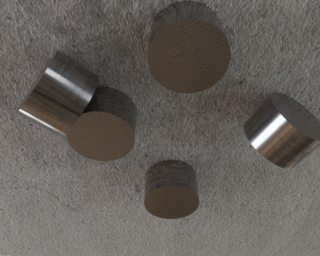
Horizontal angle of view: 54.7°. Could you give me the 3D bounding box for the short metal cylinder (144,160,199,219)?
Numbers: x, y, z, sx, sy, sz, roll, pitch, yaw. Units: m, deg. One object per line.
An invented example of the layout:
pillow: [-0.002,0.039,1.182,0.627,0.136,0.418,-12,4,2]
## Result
short metal cylinder: [0.017,0.094,0.471,0.081,0.050,0.079,0,130,0]

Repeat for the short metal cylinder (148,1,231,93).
short metal cylinder: [0.028,-0.083,0.320,0.081,0.050,0.079,0,130,0]

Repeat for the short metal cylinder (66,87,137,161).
short metal cylinder: [-0.070,-0.004,0.386,0.081,0.050,0.079,0,130,0]

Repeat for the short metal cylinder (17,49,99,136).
short metal cylinder: [-0.111,-0.038,0.338,0.050,0.080,0.080,33,123,-25]

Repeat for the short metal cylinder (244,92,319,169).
short metal cylinder: [0.150,0.002,0.374,0.080,0.080,0.050,22,127,-18]
